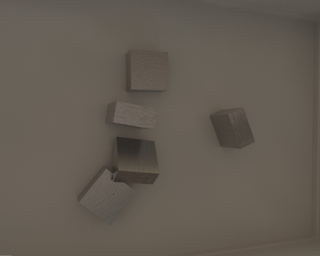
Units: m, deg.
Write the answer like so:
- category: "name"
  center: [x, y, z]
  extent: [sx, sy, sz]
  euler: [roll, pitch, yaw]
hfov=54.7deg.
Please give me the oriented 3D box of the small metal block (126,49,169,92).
- category: "small metal block"
  center: [-0.017, -0.073, 0.405]
  extent: [0.050, 0.025, 0.050]
  euler: [-1, 91, -21]

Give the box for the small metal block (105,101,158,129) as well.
- category: "small metal block"
  center: [-0.037, -0.015, 0.385]
  extent: [0.050, 0.050, 0.025]
  euler: [10, 87, -20]

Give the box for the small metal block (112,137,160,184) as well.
- category: "small metal block"
  center: [-0.032, 0.041, 0.386]
  extent: [0.050, 0.025, 0.050]
  euler: [8, 47, -20]

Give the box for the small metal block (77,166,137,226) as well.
- category: "small metal block"
  center: [-0.066, 0.084, 0.387]
  extent: [0.050, 0.025, 0.050]
  euler: [42, 77, -16]

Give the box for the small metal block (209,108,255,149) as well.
- category: "small metal block"
  center: [0.101, 0.000, 0.436]
  extent: [0.025, 0.050, 0.050]
  euler: [-24, 98, -19]
